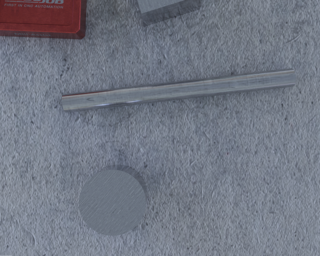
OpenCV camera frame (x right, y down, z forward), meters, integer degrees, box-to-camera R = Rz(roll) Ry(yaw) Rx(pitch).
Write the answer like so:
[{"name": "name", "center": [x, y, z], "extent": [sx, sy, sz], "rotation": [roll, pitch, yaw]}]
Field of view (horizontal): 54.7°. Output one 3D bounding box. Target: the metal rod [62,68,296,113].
[{"name": "metal rod", "center": [0.025, -0.050, 0.409], "extent": [0.302, 0.025, 0.025], "rotation": [-7, 90, 0]}]

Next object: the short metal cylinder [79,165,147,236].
[{"name": "short metal cylinder", "center": [-0.057, 0.090, 0.397], "extent": [0.081, 0.050, 0.079], "rotation": [0, 90, 0]}]

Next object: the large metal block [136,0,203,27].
[{"name": "large metal block", "center": [0.004, -0.188, 0.397], "extent": [0.080, 0.050, 0.080], "rotation": [-18, 90, 0]}]

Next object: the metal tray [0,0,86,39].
[{"name": "metal tray", "center": [-0.165, -0.167, 0.405], "extent": [0.131, 0.030, 0.089], "rotation": [2, 90, 0]}]
